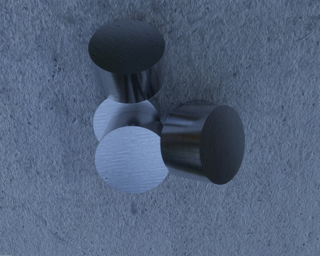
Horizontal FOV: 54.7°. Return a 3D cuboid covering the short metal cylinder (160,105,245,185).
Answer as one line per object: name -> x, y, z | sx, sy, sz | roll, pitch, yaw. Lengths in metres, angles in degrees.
short metal cylinder -> 0.047, 0.016, 0.327 | 0.050, 0.081, 0.080 | 3, 118, 45

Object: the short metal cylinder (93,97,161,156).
short metal cylinder -> -0.039, -0.011, 0.393 | 0.081, 0.050, 0.079 | 0, 110, -1

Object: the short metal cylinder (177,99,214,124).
short metal cylinder -> 0.051, 0.008, 0.401 | 0.081, 0.050, 0.079 | 0, 110, -1

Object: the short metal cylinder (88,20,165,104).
short metal cylinder -> -0.035, -0.074, 0.347 | 0.081, 0.080, 0.050 | 0, 149, -1

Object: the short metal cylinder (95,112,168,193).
short metal cylinder -> -0.029, 0.027, 0.353 | 0.081, 0.050, 0.079 | 0, 110, -1
